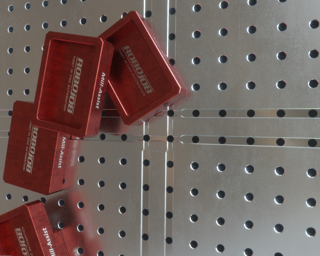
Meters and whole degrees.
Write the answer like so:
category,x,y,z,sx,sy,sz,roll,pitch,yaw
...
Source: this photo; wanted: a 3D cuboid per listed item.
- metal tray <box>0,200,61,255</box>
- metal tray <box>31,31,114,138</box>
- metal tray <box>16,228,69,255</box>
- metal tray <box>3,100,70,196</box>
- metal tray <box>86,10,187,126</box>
category,x,y,z,sx,sy,sz,roll,pitch,yaw
metal tray,-0.193,0.181,0.446,0.090,0.030,0.130,-25,82,18
metal tray,-0.119,-0.058,0.420,0.090,0.030,0.129,13,94,19
metal tray,-0.175,0.231,0.472,0.090,0.030,0.130,-25,82,18
metal tray,-0.188,0.028,0.477,0.090,0.030,0.129,11,94,19
metal tray,-0.034,-0.079,0.422,0.090,0.030,0.130,-32,80,17
